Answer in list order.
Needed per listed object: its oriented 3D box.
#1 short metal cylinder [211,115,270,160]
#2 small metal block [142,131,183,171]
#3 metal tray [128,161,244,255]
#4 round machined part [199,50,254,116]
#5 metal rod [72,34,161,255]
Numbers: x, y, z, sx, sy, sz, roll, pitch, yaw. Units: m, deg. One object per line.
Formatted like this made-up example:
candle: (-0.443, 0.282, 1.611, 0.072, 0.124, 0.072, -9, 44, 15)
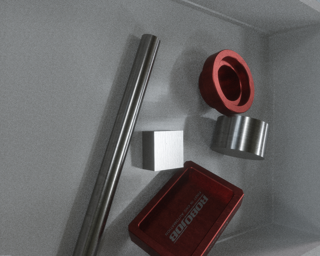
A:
short metal cylinder: (0.124, 0.016, 0.477, 0.080, 0.080, 0.050, 22, 77, -38)
small metal block: (0.004, 0.029, 0.412, 0.050, 0.025, 0.050, -1, 91, -40)
metal tray: (0.035, 0.111, 0.394, 0.131, 0.090, 0.030, -43, 148, -32)
round machined part: (0.098, -0.066, 0.473, 0.099, 0.042, 0.098, 10, 74, -38)
metal rod: (-0.051, 0.026, 0.365, 0.025, 0.025, 0.299, 26, 74, -38)
